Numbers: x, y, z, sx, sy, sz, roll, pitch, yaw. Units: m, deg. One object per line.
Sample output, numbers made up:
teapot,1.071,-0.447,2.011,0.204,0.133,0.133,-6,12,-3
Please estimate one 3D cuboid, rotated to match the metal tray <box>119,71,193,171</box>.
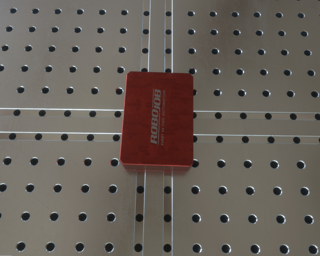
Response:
metal tray,-0.002,-0.010,0.412,0.091,0.030,0.130,2,70,0
